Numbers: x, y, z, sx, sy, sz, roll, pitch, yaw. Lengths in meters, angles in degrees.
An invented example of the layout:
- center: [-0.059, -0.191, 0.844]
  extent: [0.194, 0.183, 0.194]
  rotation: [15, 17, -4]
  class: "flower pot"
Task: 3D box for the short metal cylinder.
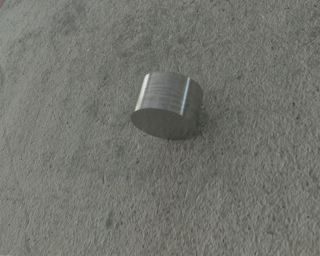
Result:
- center: [0.009, -0.025, 0.380]
  extent: [0.080, 0.080, 0.050]
  rotation: [-1, 62, 28]
  class: "short metal cylinder"
